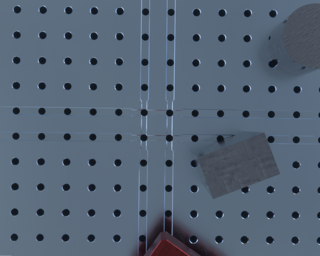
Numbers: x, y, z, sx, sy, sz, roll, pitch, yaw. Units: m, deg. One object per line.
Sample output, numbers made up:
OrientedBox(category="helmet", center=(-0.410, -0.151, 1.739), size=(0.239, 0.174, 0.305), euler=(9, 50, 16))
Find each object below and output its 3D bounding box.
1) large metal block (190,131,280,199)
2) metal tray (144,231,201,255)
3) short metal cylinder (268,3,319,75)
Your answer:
OrientedBox(category="large metal block", center=(0.088, 0.042, 0.387), size=(0.080, 0.080, 0.050), euler=(-21, 90, 0))
OrientedBox(category="metal tray", center=(0.031, 0.203, 0.381), size=(0.130, 0.030, 0.090), euler=(36, 90, 0))
OrientedBox(category="short metal cylinder", center=(0.190, -0.112, 0.402), size=(0.081, 0.050, 0.079), euler=(0, 90, 0))
